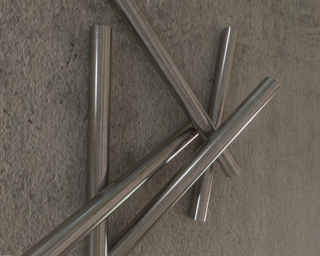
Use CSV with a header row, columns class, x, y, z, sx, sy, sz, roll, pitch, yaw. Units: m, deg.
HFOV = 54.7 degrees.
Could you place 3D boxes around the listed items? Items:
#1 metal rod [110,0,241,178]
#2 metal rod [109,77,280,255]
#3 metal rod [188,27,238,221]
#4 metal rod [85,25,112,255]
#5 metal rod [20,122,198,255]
class,x,y,z,sx,sy,sz,roll,pitch,yaw
metal rod,0.023,-0.055,0.398,0.025,0.025,0.299,-45,110,-30
metal rod,0.049,0.045,0.390,0.301,0.025,0.025,-45,119,-11
metal rod,0.083,-0.012,0.474,0.025,0.025,0.299,20,78,-38
metal rod,-0.069,0.038,0.346,0.025,0.025,0.298,1,89,-40
metal rod,-0.032,0.060,0.349,0.302,0.025,0.025,-36,113,-43
